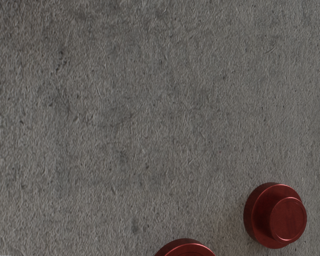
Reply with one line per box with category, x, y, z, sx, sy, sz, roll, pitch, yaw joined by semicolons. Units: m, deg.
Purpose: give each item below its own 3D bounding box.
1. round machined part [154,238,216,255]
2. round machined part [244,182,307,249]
round machined part;0.028;0.195;0.410;0.099;0.042;0.097;0;90;-20
round machined part;0.179;0.134;0.466;0.099;0.042;0.097;0;90;-20
